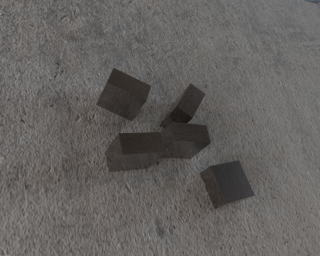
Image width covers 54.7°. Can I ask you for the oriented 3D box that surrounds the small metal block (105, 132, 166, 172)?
[{"bbox_3d":[-0.029,0.028,0.355,0.050,0.050,0.025,-1,63,-29],"label":"small metal block"}]

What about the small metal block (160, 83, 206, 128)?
[{"bbox_3d":[0.030,-0.025,0.419,0.025,0.050,0.050,35,51,-5],"label":"small metal block"}]

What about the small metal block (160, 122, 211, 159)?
[{"bbox_3d":[0.027,0.017,0.392,0.050,0.050,0.025,5,60,-26],"label":"small metal block"}]

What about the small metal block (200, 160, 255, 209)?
[{"bbox_3d":[0.088,0.074,0.406,0.050,0.025,0.050,-6,65,-31],"label":"small metal block"}]

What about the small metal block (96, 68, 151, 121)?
[{"bbox_3d":[-0.046,-0.041,0.387,0.050,0.050,0.025,25,53,-13],"label":"small metal block"}]
